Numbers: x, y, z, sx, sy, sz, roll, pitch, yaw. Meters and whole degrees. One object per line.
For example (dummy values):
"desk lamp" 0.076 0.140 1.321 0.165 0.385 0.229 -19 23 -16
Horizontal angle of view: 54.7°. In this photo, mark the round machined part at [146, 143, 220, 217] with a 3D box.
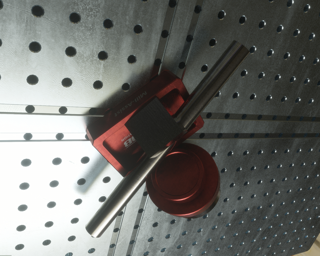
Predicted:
"round machined part" 0.027 0.065 0.407 0.098 0.098 0.042 -39 152 -2

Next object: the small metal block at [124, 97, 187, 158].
"small metal block" -0.005 0.000 0.366 0.050 0.050 0.025 -40 168 11

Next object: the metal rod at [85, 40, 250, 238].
"metal rod" 0.004 0.020 0.388 0.025 0.025 0.299 32 100 -39

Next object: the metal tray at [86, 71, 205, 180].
"metal tray" -0.015 -0.001 0.400 0.130 0.030 0.090 -37 130 -4

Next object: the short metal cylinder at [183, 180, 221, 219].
"short metal cylinder" 0.041 0.083 0.450 0.080 0.080 0.050 -37 130 -4
